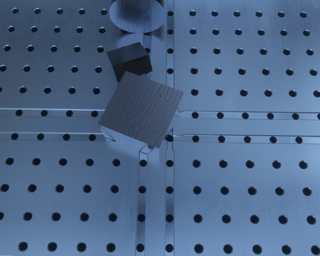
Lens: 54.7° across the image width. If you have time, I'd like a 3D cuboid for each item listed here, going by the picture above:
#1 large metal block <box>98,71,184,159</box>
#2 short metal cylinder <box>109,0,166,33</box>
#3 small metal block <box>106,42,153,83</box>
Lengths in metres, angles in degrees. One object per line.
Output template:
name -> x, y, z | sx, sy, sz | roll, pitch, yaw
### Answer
large metal block -> -0.022, -0.016, 0.404 | 0.080, 0.050, 0.080 | 22, 71, 7
short metal cylinder -> -0.032, -0.183, 0.449 | 0.080, 0.080, 0.050 | 0, 70, 0
small metal block -> -0.043, -0.093, 0.433 | 0.050, 0.025, 0.050 | -20, 39, -7
